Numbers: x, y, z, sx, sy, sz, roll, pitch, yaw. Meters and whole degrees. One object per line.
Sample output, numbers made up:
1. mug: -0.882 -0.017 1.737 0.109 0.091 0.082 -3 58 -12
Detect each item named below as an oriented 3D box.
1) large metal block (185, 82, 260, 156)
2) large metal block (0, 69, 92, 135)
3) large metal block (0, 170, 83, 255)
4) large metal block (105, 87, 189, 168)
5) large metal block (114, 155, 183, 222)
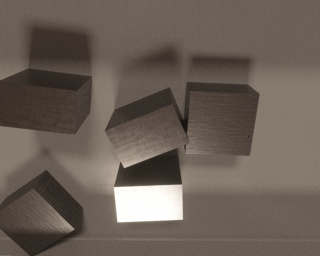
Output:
1. large metal block: 0.073 -0.013 0.394 0.081 0.050 0.079 2 110 -2
2. large metal block: -0.131 -0.034 0.368 0.081 0.080 0.050 7 110 -3
3. large metal block: -0.172 0.121 0.440 0.080 0.050 0.080 -34 107 11
4. large metal block: -0.014 -0.004 0.380 0.080 0.080 0.050 -22 109 7
5. large metal block: -0.013 0.078 0.410 0.081 0.080 0.050 -2 110 0
